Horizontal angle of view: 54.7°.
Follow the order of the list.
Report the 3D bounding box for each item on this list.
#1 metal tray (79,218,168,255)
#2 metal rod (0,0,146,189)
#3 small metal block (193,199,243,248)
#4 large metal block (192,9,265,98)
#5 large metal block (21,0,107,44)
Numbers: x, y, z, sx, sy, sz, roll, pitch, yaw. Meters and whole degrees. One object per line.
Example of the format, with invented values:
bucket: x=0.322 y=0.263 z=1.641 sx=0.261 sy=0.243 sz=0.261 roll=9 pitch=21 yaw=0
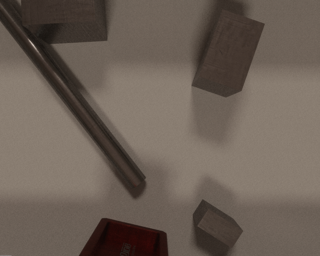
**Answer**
metal tray: x=-0.038 y=0.147 z=0.359 sx=0.091 sy=0.130 sz=0.030 roll=13 pitch=90 yaw=0
metal rod: x=-0.120 y=-0.045 z=0.409 sx=0.025 sy=0.025 sz=0.300 roll=-38 pitch=91 yaw=0
small metal block: x=0.073 y=0.122 z=0.400 sx=0.050 sy=0.050 sz=0.025 roll=33 pitch=90 yaw=-1
large metal block: x=0.080 y=-0.087 z=0.385 sx=0.050 sy=0.080 sz=0.080 roll=19 pitch=90 yaw=0
large metal block: x=-0.114 y=-0.141 z=0.382 sx=0.081 sy=0.080 sz=0.050 roll=-4 pitch=90 yaw=-1
